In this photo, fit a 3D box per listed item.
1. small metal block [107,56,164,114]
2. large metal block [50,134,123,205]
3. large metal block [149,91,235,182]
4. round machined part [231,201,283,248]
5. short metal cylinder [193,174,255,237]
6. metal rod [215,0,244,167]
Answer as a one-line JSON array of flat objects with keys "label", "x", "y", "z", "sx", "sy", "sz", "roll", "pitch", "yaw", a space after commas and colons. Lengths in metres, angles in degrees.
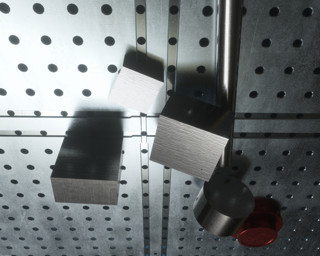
[{"label": "small metal block", "x": -0.029, "y": -0.050, "z": 0.369, "sx": 0.050, "sy": 0.025, "sz": 0.050, "roll": 20, "pitch": 127, "yaw": -16}, {"label": "large metal block", "x": -0.094, "y": 0.055, "z": 0.422, "sx": 0.081, "sy": 0.080, "sz": 0.050, "roll": 4, "pitch": 130, "yaw": -4}, {"label": "large metal block", "x": 0.038, "y": 0.011, "z": 0.388, "sx": 0.080, "sy": 0.050, "sz": 0.079, "roll": 20, "pitch": 133, "yaw": 6}, {"label": "round machined part", "x": 0.170, "y": 0.177, "z": 0.553, "sx": 0.099, "sy": 0.042, "sz": 0.097, "roll": 0, "pitch": 130, "yaw": 0}, {"label": "short metal cylinder", "x": 0.097, "y": 0.118, "z": 0.477, "sx": 0.081, "sy": 0.080, "sz": 0.050, "roll": 10, "pitch": 129, "yaw": -9}, {"label": "metal rod", "x": 0.077, "y": -0.065, "z": 0.356, "sx": 0.025, "sy": 0.025, "sz": 0.298, "roll": -4, "pitch": 130, "yaw": 3}]
